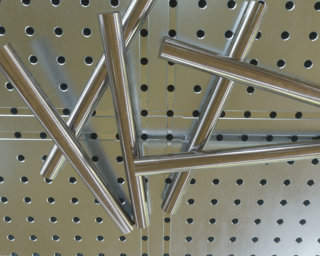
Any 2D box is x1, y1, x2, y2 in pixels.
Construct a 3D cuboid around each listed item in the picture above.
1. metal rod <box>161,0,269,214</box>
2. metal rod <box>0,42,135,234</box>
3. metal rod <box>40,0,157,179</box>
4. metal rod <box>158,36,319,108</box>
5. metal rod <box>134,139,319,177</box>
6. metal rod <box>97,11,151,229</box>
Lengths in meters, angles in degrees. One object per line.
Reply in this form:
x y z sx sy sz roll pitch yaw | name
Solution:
0.064 -0.012 0.409 0.025 0.025 0.298 19 109 -7 | metal rod
-0.110 0.032 0.399 0.025 0.025 0.299 -23 118 8 | metal rod
-0.079 -0.056 0.392 0.025 0.025 0.299 30 107 -11 | metal rod
0.144 -0.053 0.374 0.302 0.025 0.025 14 110 -13 | metal rod
0.117 0.036 0.408 0.302 0.025 0.025 -5 110 -6 | metal rod
-0.041 0.009 0.400 0.025 0.025 0.298 -5 116 2 | metal rod
